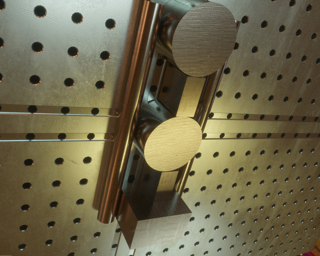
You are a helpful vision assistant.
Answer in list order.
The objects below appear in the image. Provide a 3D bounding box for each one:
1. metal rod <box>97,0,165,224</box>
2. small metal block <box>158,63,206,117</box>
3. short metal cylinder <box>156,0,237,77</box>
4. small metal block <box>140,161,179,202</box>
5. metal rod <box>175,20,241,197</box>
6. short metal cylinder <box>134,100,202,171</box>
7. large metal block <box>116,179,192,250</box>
[{"bbox_3d":[-0.042,-0.001,0.386,0.025,0.025,0.298,1,118,-29],"label":"metal rod"},{"bbox_3d":[0.025,-0.047,0.378,0.025,0.050,0.050,1,118,-29],"label":"small metal block"},{"bbox_3d":[0.038,-0.104,0.351,0.081,0.050,0.079,-14,124,-21],"label":"short metal cylinder"},{"bbox_3d":[-0.003,0.067,0.434,0.025,0.050,0.050,0,118,-29],"label":"small metal block"},{"bbox_3d":[0.050,-0.002,0.436,0.025,0.025,0.298,1,118,-29],"label":"metal rod"},{"bbox_3d":[0.007,0.009,0.404,0.081,0.050,0.079,-14,124,-21],"label":"short metal cylinder"},{"bbox_3d":[-0.014,0.117,0.440,0.081,0.080,0.050,1,118,-29],"label":"large metal block"}]
